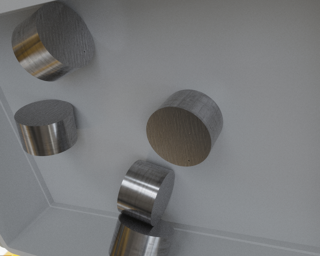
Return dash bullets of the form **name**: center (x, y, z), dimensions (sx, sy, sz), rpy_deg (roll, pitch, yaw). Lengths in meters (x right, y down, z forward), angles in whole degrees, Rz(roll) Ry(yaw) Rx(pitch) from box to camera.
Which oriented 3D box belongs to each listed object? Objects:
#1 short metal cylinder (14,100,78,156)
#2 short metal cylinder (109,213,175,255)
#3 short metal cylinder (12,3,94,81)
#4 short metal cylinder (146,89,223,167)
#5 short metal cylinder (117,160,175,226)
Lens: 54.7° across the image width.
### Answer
- **short metal cylinder**: center (-0.167, -0.002, 0.460), dimensions (0.080, 0.080, 0.050), rpy_deg (13, 124, 21)
- **short metal cylinder**: center (-0.025, 0.156, 0.430), dimensions (0.080, 0.080, 0.050), rpy_deg (17, 93, 18)
- **short metal cylinder**: center (-0.128, -0.103, 0.377), dimensions (0.050, 0.080, 0.080), rpy_deg (-17, 110, 35)
- **short metal cylinder**: center (0.031, 0.000, 0.376), dimensions (0.080, 0.050, 0.079), rpy_deg (13, 124, 21)
- **short metal cylinder**: center (-0.018, 0.091, 0.439), dimensions (0.050, 0.080, 0.079), rpy_deg (17, 125, 18)
